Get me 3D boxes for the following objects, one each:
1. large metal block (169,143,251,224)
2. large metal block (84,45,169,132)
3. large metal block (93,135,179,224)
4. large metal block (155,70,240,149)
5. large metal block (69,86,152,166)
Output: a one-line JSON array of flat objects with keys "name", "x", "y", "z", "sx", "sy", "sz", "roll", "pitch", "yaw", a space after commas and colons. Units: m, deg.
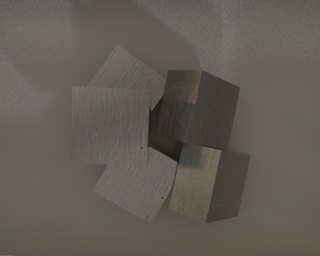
[{"name": "large metal block", "x": 0.063, "y": 0.064, "z": 0.376, "sx": 0.050, "sy": 0.080, "sz": 0.080, "roll": 12, "pitch": 90, "yaw": 39}, {"name": "large metal block", "x": -0.042, "y": -0.045, "z": 0.397, "sx": 0.080, "sy": 0.050, "sz": 0.080, "roll": 36, "pitch": 90, "yaw": -1}, {"name": "large metal block", "x": -0.026, "y": 0.060, "z": 0.394, "sx": 0.080, "sy": 0.050, "sz": 0.080, "roll": 30, "pitch": 90, "yaw": -1}, {"name": "large metal block", "x": 0.048, "y": -0.021, "z": 0.377, "sx": 0.081, "sy": 0.050, "sz": 0.080, "roll": 11, "pitch": 90, "yaw": -45}, {"name": "large metal block", "x": -0.052, "y": -0.002, "z": 0.345, "sx": 0.081, "sy": 0.050, "sz": 0.079, "roll": 3, "pitch": 89, "yaw": 1}]
